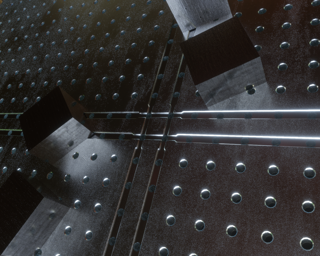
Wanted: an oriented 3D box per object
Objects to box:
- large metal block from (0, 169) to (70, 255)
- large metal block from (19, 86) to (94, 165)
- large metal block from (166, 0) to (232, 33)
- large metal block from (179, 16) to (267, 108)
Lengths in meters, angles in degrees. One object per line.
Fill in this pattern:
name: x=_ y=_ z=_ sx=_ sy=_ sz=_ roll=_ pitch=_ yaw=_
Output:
large metal block: x=-0.183 y=0.115 z=0.416 sx=0.080 sy=0.050 sz=0.080 roll=26 pitch=76 yaw=36
large metal block: x=-0.161 y=-0.004 z=0.477 sx=0.080 sy=0.050 sz=0.080 roll=-37 pitch=51 yaw=3
large metal block: x=0.054 y=-0.203 z=0.468 sx=0.080 sy=0.080 sz=0.050 roll=-18 pitch=55 yaw=18
large metal block: x=0.080 y=-0.085 z=0.402 sx=0.080 sy=0.050 sz=0.080 roll=-24 pitch=53 yaw=13
